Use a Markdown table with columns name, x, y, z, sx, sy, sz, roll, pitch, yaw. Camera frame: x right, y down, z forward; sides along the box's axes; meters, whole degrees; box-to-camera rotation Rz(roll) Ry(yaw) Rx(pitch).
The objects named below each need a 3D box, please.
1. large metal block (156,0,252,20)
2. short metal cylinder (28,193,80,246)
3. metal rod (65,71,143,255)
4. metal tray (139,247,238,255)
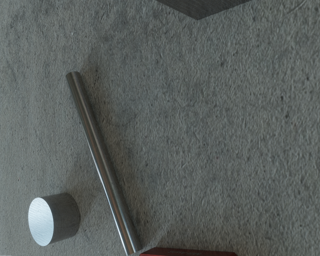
| name | x | y | z | sx | sy | sz | roll | pitch | yaw |
| --- | --- | --- | --- | --- | --- | --- | --- | --- | --- |
| large metal block | 0.049 | -0.161 | 0.327 | 0.080 | 0.081 | 0.050 | -7 | 86 | 39 |
| short metal cylinder | -0.184 | 0.157 | 0.537 | 0.080 | 0.050 | 0.079 | 0 | 90 | 39 |
| metal rod | -0.091 | 0.043 | 0.477 | 0.025 | 0.025 | 0.299 | -36 | 68 | 34 |
| metal tray | 0.036 | 0.195 | 0.370 | 0.130 | 0.030 | 0.090 | -14 | 81 | 38 |
